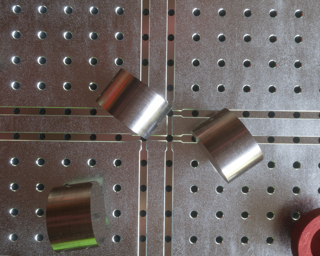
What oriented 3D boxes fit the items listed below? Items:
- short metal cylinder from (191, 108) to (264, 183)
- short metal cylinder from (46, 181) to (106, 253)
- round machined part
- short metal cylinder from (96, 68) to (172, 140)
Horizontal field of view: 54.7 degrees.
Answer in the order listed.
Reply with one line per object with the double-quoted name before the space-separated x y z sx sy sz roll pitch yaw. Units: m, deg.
"short metal cylinder" 0.082 0.022 0.386 0.050 0.080 0.080 -35 90 0
"short metal cylinder" -0.101 0.109 0.385 0.050 0.080 0.080 -8 90 0
"round machined part" 0.220 0.151 0.406 0.099 0.042 0.097 0 90 0
"short metal cylinder" -0.032 -0.029 0.385 0.080 0.080 0.050 38 90 0
